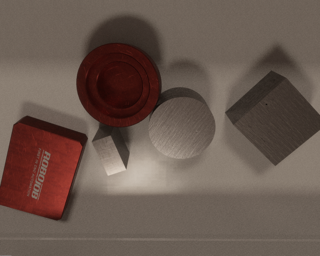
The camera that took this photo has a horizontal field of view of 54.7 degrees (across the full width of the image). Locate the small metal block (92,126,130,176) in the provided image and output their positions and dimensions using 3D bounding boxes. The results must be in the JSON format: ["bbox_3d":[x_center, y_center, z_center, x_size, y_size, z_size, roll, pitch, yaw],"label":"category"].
[{"bbox_3d":[-0.063,0.026,0.407,0.025,0.050,0.050,-19,109,6],"label":"small metal block"}]

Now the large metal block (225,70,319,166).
[{"bbox_3d":[0.145,-0.013,0.395,0.080,0.050,0.080,42,104,-14],"label":"large metal block"}]

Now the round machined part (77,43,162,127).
[{"bbox_3d":[-0.046,-0.053,0.376,0.099,0.042,0.097,2,105,8],"label":"round machined part"}]

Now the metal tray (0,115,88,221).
[{"bbox_3d":[-0.162,0.058,0.428,0.091,0.030,0.129,19,109,-7],"label":"metal tray"}]

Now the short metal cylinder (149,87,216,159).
[{"bbox_3d":[0.026,-0.007,0.396,0.081,0.050,0.079,0,110,-1],"label":"short metal cylinder"}]
